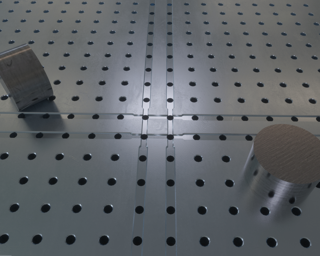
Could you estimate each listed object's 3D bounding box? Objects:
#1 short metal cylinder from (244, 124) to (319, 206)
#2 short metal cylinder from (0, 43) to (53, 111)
[{"bbox_3d":[0.143,0.042,0.357,0.081,0.050,0.080,0,50,0],"label":"short metal cylinder"},{"bbox_3d":[-0.192,-0.070,0.429,0.050,0.080,0.080,-31,57,-23],"label":"short metal cylinder"}]
